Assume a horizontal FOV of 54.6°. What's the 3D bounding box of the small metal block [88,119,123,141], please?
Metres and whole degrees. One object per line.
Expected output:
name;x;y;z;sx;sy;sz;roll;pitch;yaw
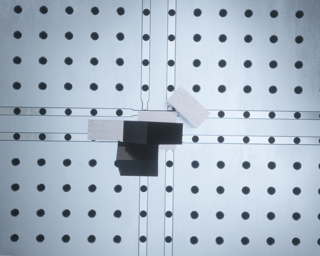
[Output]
small metal block;-0.062;0.002;0.400;0.050;0.050;0.025;2;91;1

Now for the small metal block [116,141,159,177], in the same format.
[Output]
small metal block;-0.027;0.041;0.398;0.050;0.050;0.025;1;59;0

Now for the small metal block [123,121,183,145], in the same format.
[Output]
small metal block;-0.009;0.005;0.366;0.050;0.050;0.025;2;91;-37

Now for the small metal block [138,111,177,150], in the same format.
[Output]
small metal block;-0.004;0.003;0.413;0.050;0.025;0.050;2;90;-1

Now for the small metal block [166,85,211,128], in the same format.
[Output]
small metal block;0.035;-0.026;0.401;0.050;0.050;0.025;43;90;0
